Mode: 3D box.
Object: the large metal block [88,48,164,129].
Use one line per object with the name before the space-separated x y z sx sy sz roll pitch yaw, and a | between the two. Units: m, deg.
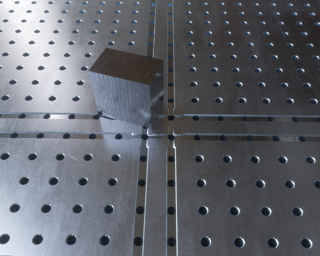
large metal block | -0.041 -0.052 0.416 0.080 0.080 0.050 15 52 12
